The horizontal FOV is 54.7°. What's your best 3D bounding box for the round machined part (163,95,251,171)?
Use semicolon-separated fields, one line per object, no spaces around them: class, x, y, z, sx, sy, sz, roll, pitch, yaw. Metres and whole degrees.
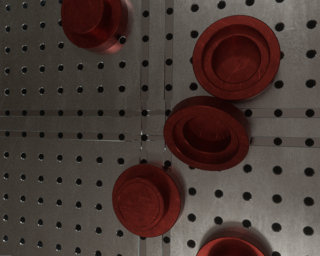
round machined part;0.057;0.002;0.366;0.098;0.042;0.097;12;132;14

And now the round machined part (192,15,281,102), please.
round machined part;0.092;-0.080;0.371;0.098;0.042;0.097;0;90;19

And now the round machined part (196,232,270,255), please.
round machined part;0.087;0.180;0.373;0.098;0.042;0.097;0;90;19

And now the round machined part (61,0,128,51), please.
round machined part;-0.099;-0.161;0.437;0.098;0.042;0.097;0;90;19

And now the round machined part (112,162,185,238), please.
round machined part;-0.020;0.097;0.410;0.098;0.042;0.097;0;90;19
